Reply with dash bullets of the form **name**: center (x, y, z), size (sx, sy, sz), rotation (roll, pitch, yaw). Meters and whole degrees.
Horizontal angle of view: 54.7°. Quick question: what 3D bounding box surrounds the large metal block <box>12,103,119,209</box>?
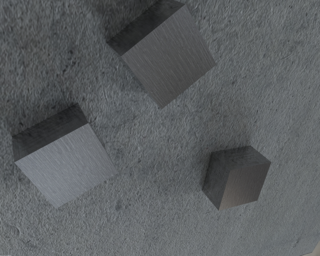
- **large metal block**: center (-0.106, 0.031, 0.352), size (0.080, 0.050, 0.080), rotation (-30, 129, -10)

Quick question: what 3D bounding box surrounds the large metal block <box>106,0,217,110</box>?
- **large metal block**: center (0.003, -0.082, 0.341), size (0.080, 0.050, 0.080), rotation (-40, 130, -1)

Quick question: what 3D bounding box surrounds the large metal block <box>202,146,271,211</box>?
- **large metal block**: center (0.124, 0.081, 0.508), size (0.081, 0.050, 0.079), rotation (-6, 121, -25)
